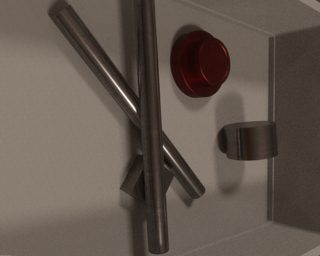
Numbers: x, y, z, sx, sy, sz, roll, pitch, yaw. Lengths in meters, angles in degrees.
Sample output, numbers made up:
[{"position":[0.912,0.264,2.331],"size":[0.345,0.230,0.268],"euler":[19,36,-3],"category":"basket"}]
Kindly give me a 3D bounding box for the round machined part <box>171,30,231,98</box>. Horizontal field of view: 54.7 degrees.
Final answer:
[{"position":[0.066,-0.094,0.453],"size":[0.099,0.042,0.097],"euler":[0,90,-40],"category":"round machined part"}]

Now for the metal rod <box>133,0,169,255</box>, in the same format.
[{"position":[-0.010,-0.001,0.365],"size":[0.025,0.025,0.298],"euler":[-7,95,-40],"category":"metal rod"}]

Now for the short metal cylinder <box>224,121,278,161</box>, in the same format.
[{"position":[0.145,0.019,0.495],"size":[0.081,0.080,0.050],"euler":[-11,98,-40],"category":"short metal cylinder"}]

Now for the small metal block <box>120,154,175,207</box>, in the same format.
[{"position":[-0.015,0.069,0.396],"size":[0.050,0.025,0.050],"euler":[41,65,-33],"category":"small metal block"}]

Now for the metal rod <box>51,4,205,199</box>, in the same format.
[{"position":[-0.024,-0.013,0.388],"size":[0.025,0.025,0.300],"euler":[-52,121,-28],"category":"metal rod"}]
